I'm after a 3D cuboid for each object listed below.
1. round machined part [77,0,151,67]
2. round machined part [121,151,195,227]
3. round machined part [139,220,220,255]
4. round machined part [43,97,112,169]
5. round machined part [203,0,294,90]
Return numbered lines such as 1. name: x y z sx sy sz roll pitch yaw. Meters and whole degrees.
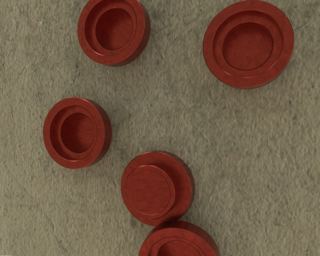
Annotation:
1. round machined part: -0.058 -0.131 0.419 0.098 0.042 0.097 0 90 19
2. round machined part: -0.007 0.080 0.402 0.098 0.042 0.097 0 90 19
3. round machined part: 0.026 0.160 0.384 0.098 0.042 0.097 2 100 14
4. round machined part: -0.111 0.007 0.438 0.098 0.042 0.097 0 90 19
5. round machined part: 0.103 -0.094 0.363 0.098 0.042 0.097 0 90 19
